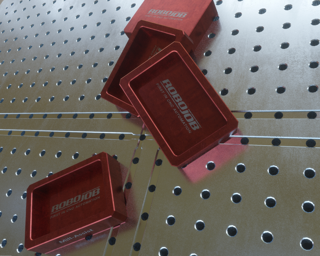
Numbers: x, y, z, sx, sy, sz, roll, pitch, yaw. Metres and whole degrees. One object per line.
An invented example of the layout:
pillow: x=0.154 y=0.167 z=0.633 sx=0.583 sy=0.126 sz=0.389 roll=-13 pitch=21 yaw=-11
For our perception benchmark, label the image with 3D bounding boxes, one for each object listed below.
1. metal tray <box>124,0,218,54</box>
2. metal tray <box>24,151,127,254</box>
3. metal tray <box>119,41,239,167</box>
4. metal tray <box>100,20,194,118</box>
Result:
metal tray: x=0.015 y=-0.173 z=0.502 sx=0.130 sy=0.030 sz=0.090 roll=21 pitch=72 yaw=35
metal tray: x=-0.112 y=0.096 z=0.402 sx=0.130 sy=0.030 sz=0.090 roll=-25 pitch=53 yaw=12
metal tray: x=0.022 y=-0.028 z=0.377 sx=0.090 sy=0.030 sz=0.130 roll=-34 pitch=75 yaw=5
metal tray: x=-0.021 y=-0.084 z=0.444 sx=0.090 sy=0.030 sz=0.130 roll=28 pitch=90 yaw=35
